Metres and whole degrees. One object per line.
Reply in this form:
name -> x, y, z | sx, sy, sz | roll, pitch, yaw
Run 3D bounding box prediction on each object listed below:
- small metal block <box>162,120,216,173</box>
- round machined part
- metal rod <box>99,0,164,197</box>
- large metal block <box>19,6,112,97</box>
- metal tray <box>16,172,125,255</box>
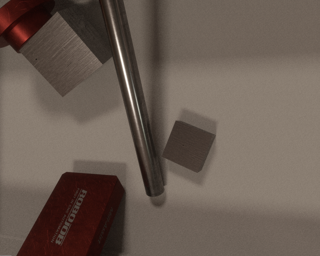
small metal block -> 0.037, 0.023, 0.397 | 0.050, 0.025, 0.050 | 23, 98, 18
round machined part -> -0.177, -0.137, 0.412 | 0.098, 0.098, 0.042 | -35, 106, 16
metal rod -> -0.034, -0.051, 0.358 | 0.025, 0.025, 0.298 | -3, 113, 20
large metal block -> -0.122, -0.102, 0.416 | 0.080, 0.050, 0.080 | -32, 108, 26
metal tray -> -0.110, 0.120, 0.401 | 0.090, 0.030, 0.130 | 1, 46, 19
